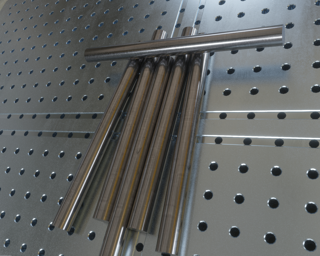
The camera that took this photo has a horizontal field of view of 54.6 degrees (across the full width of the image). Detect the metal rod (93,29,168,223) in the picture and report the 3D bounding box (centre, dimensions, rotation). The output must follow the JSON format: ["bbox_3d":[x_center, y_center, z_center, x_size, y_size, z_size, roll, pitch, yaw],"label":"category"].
[{"bbox_3d":[-0.034,-0.019,0.439,0.025,0.025,0.300,1,62,29],"label":"metal rod"}]

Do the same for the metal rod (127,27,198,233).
[{"bbox_3d":[0.011,-0.015,0.414,0.025,0.025,0.300,1,62,29],"label":"metal rod"}]

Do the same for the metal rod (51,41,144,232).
[{"bbox_3d":[-0.077,-0.003,0.450,0.025,0.025,0.300,8,65,31],"label":"metal rod"}]

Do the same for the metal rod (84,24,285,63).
[{"bbox_3d":[0.015,-0.115,0.439,0.300,0.025,0.025,2,63,29],"label":"metal rod"}]

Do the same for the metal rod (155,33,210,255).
[{"bbox_3d":[0.036,0.000,0.391,0.025,0.025,0.300,-2,60,27],"label":"metal rod"}]

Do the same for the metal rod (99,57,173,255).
[{"bbox_3d":[-0.025,0.031,0.404,0.025,0.025,0.300,1,62,29],"label":"metal rod"}]
